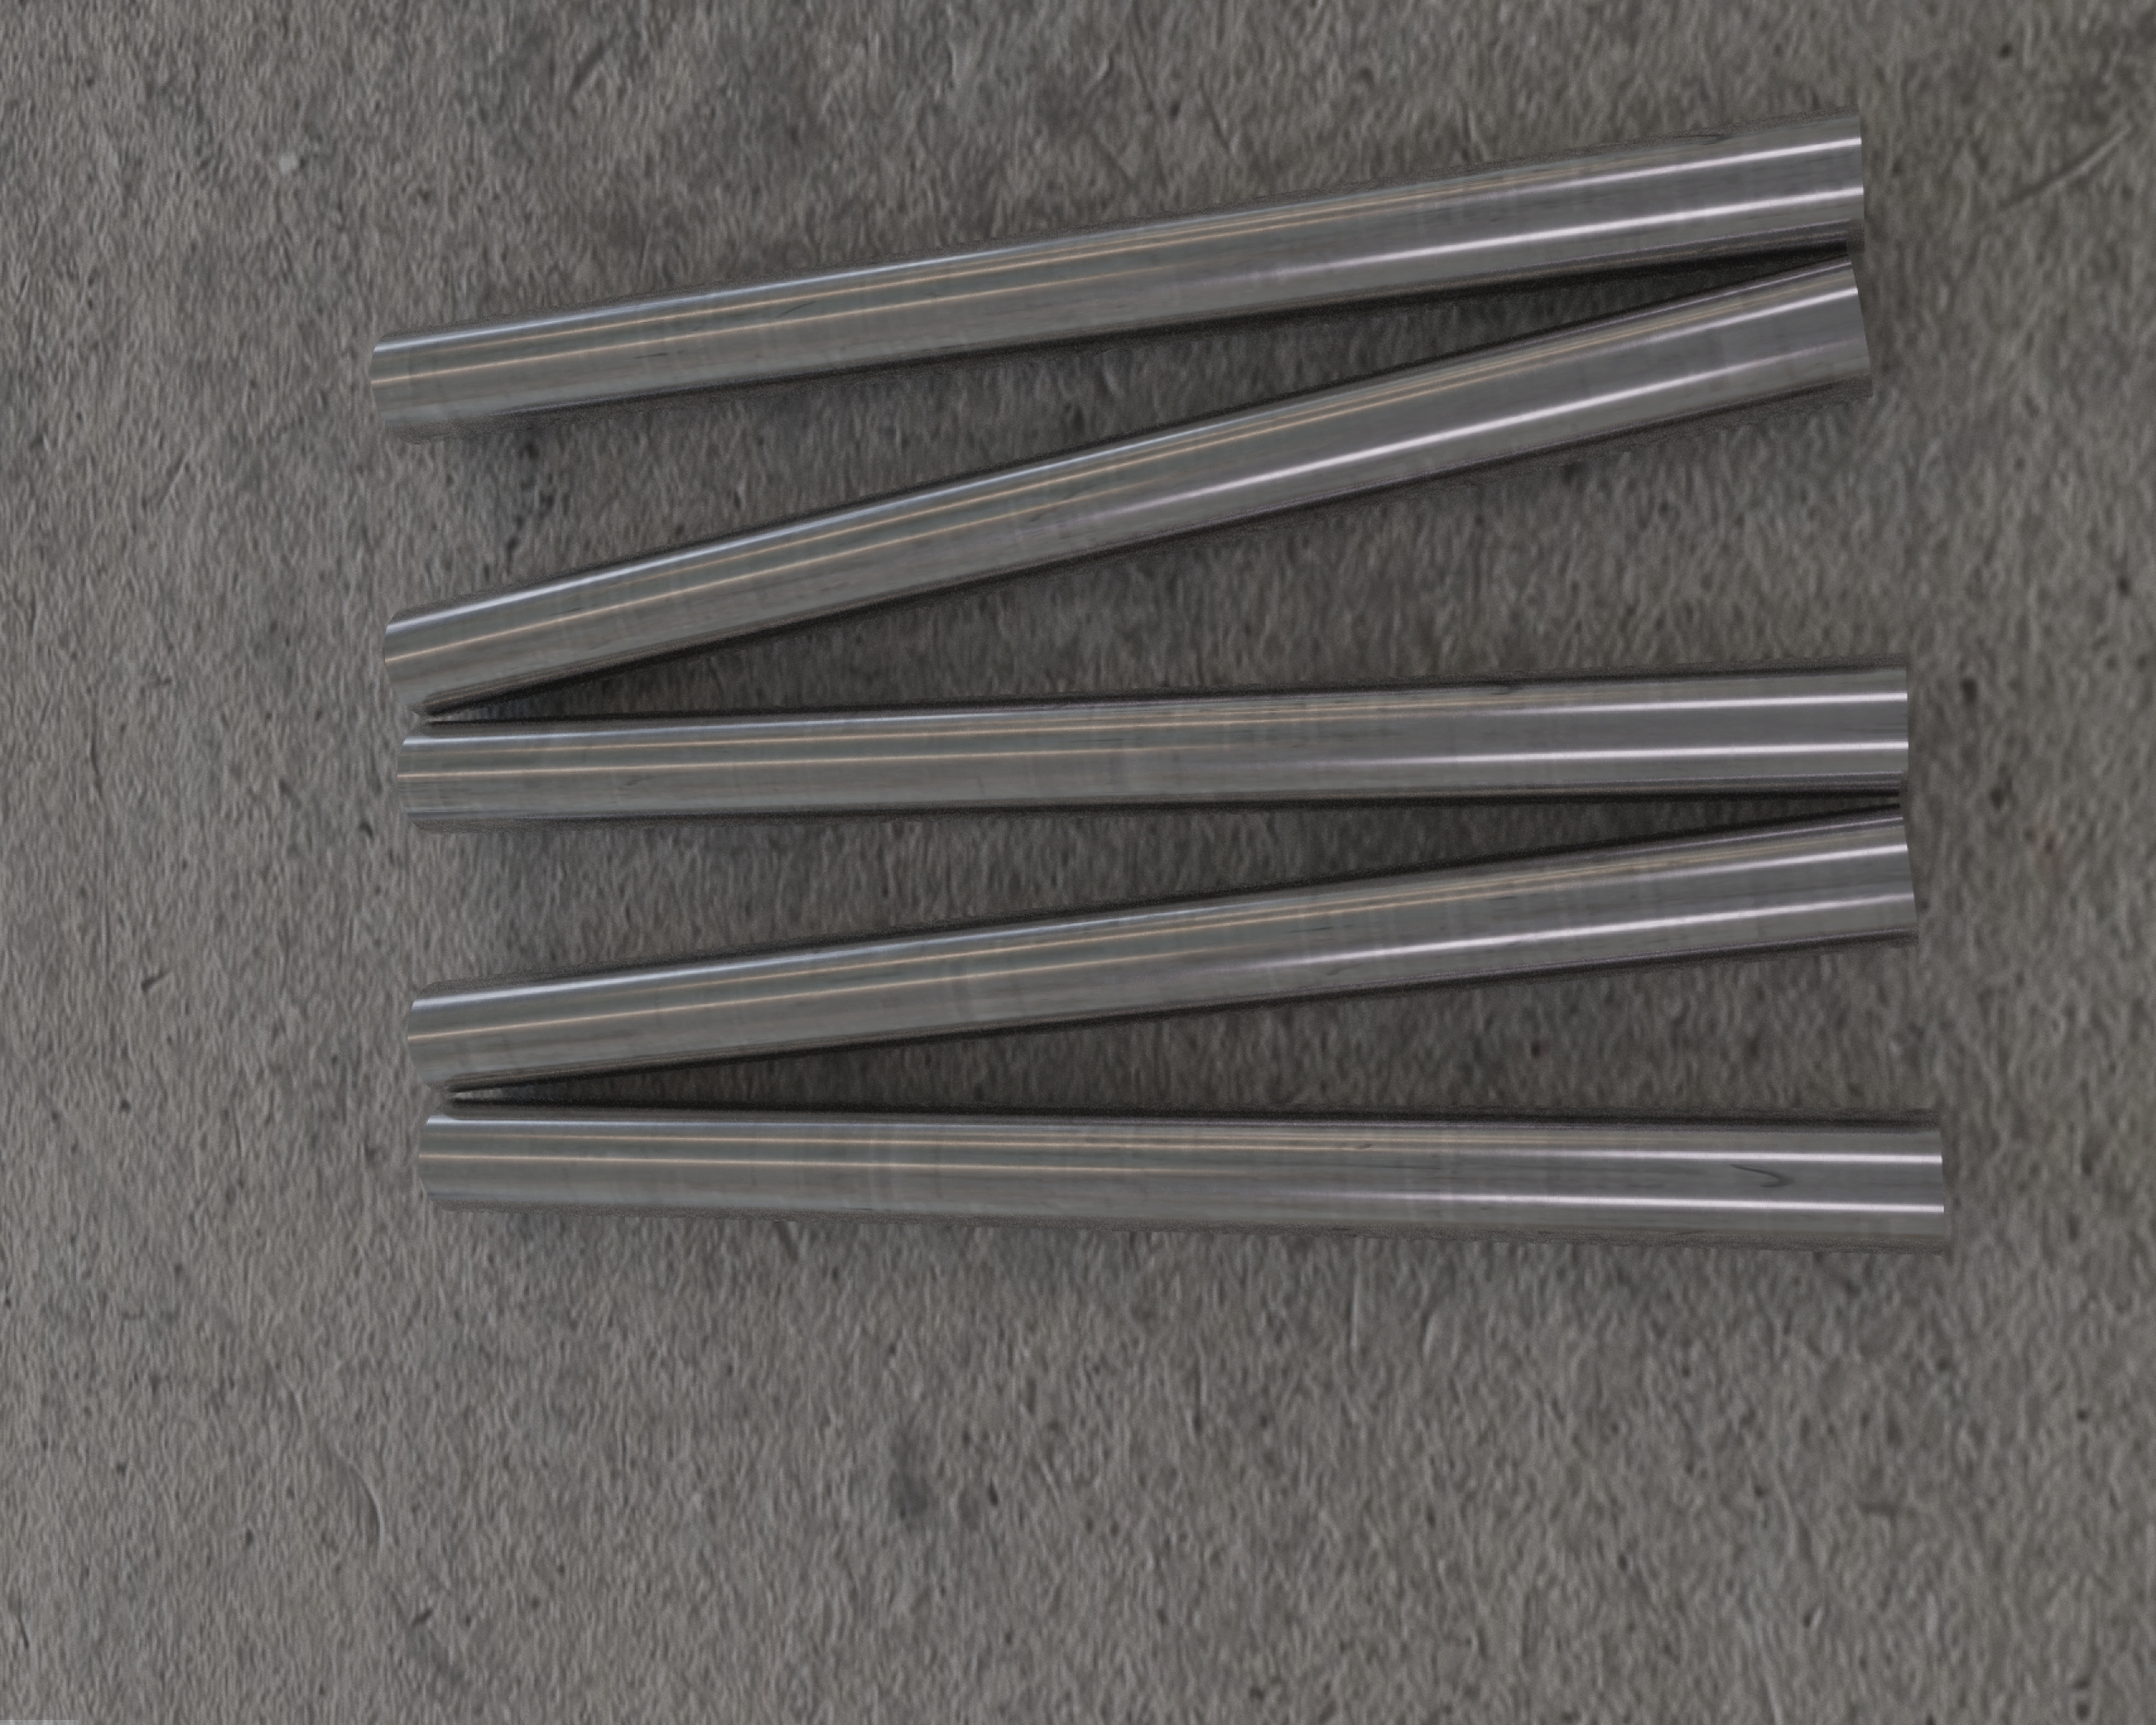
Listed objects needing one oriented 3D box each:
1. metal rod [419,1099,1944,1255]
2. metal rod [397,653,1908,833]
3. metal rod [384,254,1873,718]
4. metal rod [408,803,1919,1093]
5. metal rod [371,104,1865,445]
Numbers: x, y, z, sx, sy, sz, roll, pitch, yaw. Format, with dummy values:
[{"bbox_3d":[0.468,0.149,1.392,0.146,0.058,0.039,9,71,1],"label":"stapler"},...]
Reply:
[{"bbox_3d":[0.006,0.059,0.406,0.301,0.025,0.025,-2,90,19],"label":"metal rod"},{"bbox_3d":[0.000,-0.021,0.408,0.301,0.025,0.025,-1,90,19],"label":"metal rod"},{"bbox_3d":[-0.005,-0.068,0.410,0.301,0.025,0.025,-10,87,19],"label":"metal rod"},{"bbox_3d":[0.002,0.020,0.408,0.301,0.025,0.025,-7,88,19],"label":"metal rod"},{"bbox_3d":[-0.006,-0.111,0.411,0.301,0.025,0.025,-3,89,19],"label":"metal rod"}]
